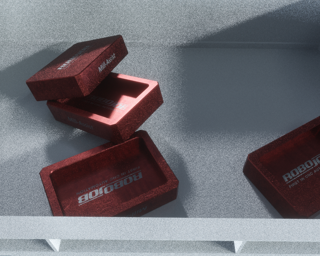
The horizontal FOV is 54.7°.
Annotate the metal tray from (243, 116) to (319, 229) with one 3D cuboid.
[{"bbox_3d":[0.177,0.046,0.365,0.131,0.030,0.090,-24,54,-20],"label":"metal tray"}]

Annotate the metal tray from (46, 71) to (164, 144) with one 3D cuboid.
[{"bbox_3d":[-0.073,-0.034,0.406,0.130,0.030,0.090,17,50,34],"label":"metal tray"}]

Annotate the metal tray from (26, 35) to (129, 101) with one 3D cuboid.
[{"bbox_3d":[-0.113,-0.088,0.440,0.090,0.030,0.130,-2,36,25],"label":"metal tray"}]

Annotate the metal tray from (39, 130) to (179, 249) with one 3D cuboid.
[{"bbox_3d":[-0.056,0.063,0.348,0.131,0.030,0.090,-22,54,-18],"label":"metal tray"}]
